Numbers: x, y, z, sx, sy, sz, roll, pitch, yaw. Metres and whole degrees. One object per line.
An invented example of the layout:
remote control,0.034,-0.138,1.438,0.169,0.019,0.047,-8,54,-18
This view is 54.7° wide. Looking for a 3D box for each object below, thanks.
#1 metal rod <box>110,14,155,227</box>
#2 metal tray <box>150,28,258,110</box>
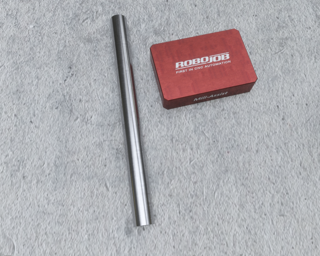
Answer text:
metal rod,-0.041,-0.024,0.416,0.025,0.025,0.299,-8,70,-3
metal tray,0.059,-0.084,0.437,0.131,0.030,0.090,-13,71,-5
